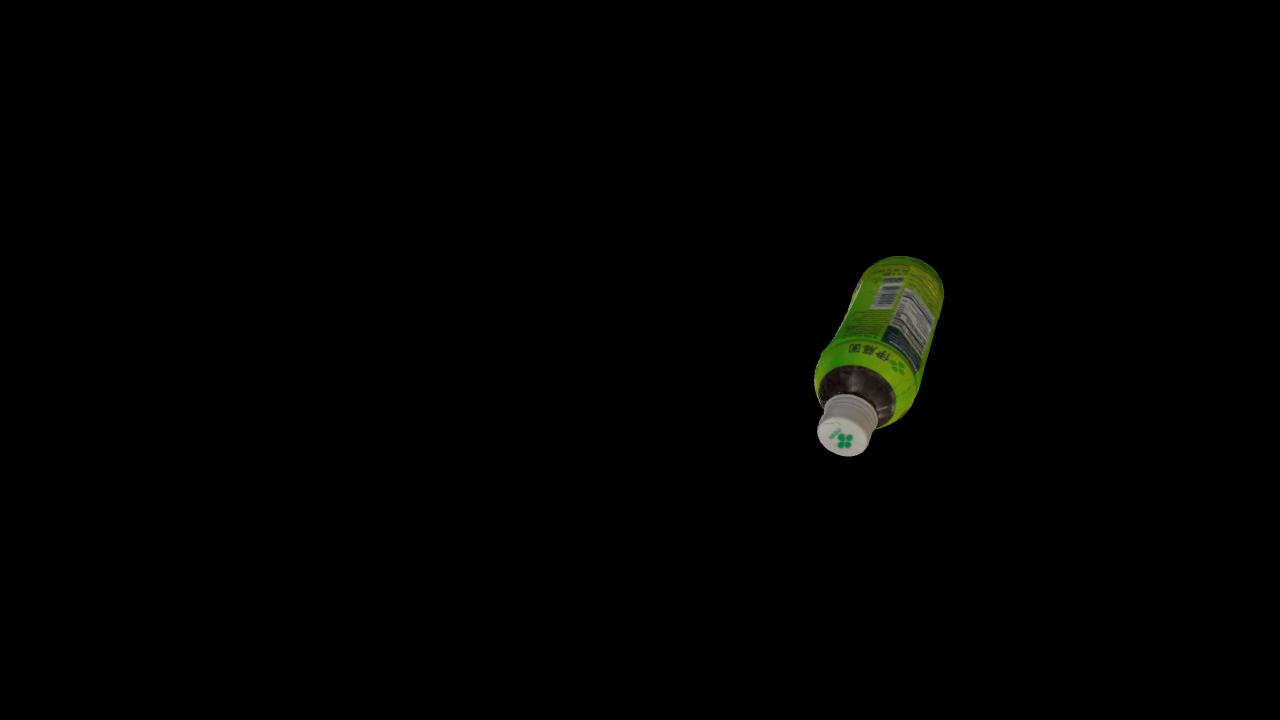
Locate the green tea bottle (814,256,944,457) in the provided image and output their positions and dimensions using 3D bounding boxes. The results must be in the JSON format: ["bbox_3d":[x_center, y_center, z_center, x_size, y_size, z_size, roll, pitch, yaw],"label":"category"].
[{"bbox_3d":[0.172,-0.007,0.447,0.073,0.073,0.212,0,28,34],"label":"green tea bottle"}]
